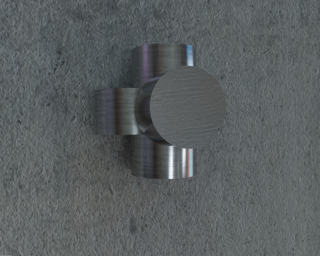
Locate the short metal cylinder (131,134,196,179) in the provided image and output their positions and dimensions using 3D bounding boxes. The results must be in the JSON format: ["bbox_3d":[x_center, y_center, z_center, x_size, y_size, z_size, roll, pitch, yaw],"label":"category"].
[{"bbox_3d":[0.005,0.031,0.384,0.081,0.080,0.050,0,90,-20],"label":"short metal cylinder"}]

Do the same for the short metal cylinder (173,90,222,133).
[{"bbox_3d":[0.039,-0.019,0.396,0.081,0.080,0.050,0,91,-20],"label":"short metal cylinder"}]

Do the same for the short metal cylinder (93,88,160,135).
[{"bbox_3d":[-0.038,-0.018,0.368,0.081,0.080,0.050,-1,91,-20],"label":"short metal cylinder"}]

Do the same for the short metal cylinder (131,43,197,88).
[{"bbox_3d":[0.005,-0.070,0.384,0.081,0.080,0.050,-2,91,-20],"label":"short metal cylinder"}]

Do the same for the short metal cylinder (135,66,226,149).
[{"bbox_3d":[0.020,-0.020,0.320,0.081,0.050,0.079,0,90,-21],"label":"short metal cylinder"}]
